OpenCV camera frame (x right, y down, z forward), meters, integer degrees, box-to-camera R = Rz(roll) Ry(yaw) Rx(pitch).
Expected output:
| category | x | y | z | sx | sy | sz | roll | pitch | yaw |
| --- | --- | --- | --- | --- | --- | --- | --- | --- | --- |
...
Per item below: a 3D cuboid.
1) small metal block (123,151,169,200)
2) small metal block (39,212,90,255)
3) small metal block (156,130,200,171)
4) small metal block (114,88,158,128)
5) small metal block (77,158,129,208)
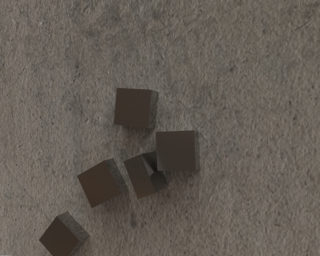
| category | x | y | z | sx | sy | sz | roll | pitch | yaw |
| --- | --- | --- | --- | --- | --- | --- | --- | --- | --- |
| small metal block | -0.017 | 0.059 | 0.401 | 0.025 | 0.050 | 0.050 | -24 | 82 | 18 |
| small metal block | -0.141 | 0.162 | 0.457 | 0.050 | 0.025 | 0.050 | 41 | 103 | 15 |
| small metal block | 0.024 | 0.029 | 0.400 | 0.050 | 0.025 | 0.050 | -3 | 89 | 19 |
| small metal block | -0.032 | -0.027 | 0.419 | 0.050 | 0.025 | 0.050 | 6 | 92 | 19 |
| small metal block | -0.080 | 0.077 | 0.436 | 0.050 | 0.025 | 0.050 | -30 | 81 | 17 |
